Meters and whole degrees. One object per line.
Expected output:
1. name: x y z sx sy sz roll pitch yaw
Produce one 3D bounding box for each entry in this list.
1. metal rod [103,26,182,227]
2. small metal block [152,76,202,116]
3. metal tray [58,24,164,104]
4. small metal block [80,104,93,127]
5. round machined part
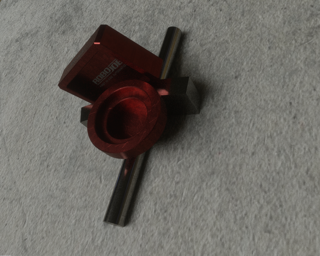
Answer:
1. metal rod: -0.016 -0.018 0.424 0.025 0.025 0.300 2 63 29
2. small metal block: 0.021 -0.040 0.401 0.050 0.050 0.025 -1 61 27
3. metal tray: -0.069 -0.071 0.412 0.130 0.090 0.030 -26 45 50
4. small metal block: -0.075 -0.013 0.435 0.050 0.050 0.025 -18 55 18
5. round machined part: -0.036 -0.008 0.381 0.098 0.042 0.098 -11 61 20
